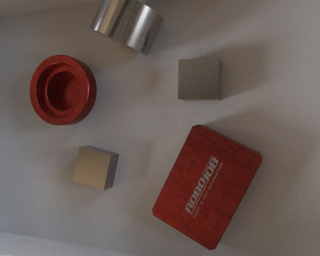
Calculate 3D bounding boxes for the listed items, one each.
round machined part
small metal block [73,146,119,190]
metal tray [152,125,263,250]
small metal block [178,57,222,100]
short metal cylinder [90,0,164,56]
[{"bbox_3d":[-0.134,-0.052,0.447,0.098,0.042,0.097,0,90,19],"label":"round machined part"},{"bbox_3d":[-0.091,0.056,0.441,0.050,0.025,0.050,14,94,19],"label":"small metal block"},{"bbox_3d":[0.058,0.071,0.387,0.090,0.030,0.129,28,99,17],"label":"metal tray"},{"bbox_3d":[0.051,-0.061,0.392,0.050,0.025,0.050,1,90,19],"label":"small metal block"},{"bbox_3d":[-0.042,-0.132,0.395,0.080,0.080,0.050,28,99,17],"label":"short metal cylinder"}]
